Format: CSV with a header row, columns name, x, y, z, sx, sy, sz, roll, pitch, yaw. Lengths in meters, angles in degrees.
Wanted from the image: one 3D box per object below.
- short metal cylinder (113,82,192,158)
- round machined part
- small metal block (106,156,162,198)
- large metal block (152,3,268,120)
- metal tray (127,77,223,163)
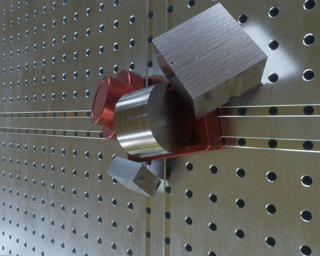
name,x,y,z,sx,sy,sz,roll,pitch,yaw
short metal cylinder,-0.006,-0.008,0.358,0.050,0.081,0.080,-11,83,39
round machined part,-0.063,-0.033,0.420,0.098,0.042,0.098,-40,42,50
small metal block,-0.034,0.065,0.414,0.050,0.050,0.025,10,63,40
large metal block,0.049,-0.068,0.322,0.080,0.050,0.080,-30,67,-3
metal tray,0.009,-0.007,0.395,0.130,0.030,0.090,-14,81,39
